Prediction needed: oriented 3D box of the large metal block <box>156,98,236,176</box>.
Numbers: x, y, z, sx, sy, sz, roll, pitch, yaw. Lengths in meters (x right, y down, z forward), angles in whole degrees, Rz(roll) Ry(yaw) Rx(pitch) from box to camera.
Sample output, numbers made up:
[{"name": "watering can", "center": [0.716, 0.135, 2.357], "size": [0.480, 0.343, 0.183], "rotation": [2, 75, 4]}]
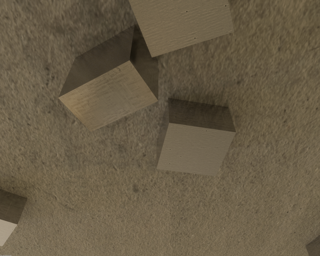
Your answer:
[{"name": "large metal block", "center": [0.042, 0.013, 0.403], "size": [0.081, 0.050, 0.079], "rotation": [8, 130, -8]}]

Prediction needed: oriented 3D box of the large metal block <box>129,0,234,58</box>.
[{"name": "large metal block", "center": [0.017, -0.123, 0.286], "size": [0.080, 0.050, 0.080], "rotation": [-15, 129, 12]}]

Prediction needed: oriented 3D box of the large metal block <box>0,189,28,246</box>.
[{"name": "large metal block", "center": [-0.278, 0.143, 0.508], "size": [0.080, 0.050, 0.080], "rotation": [27, 125, -22]}]

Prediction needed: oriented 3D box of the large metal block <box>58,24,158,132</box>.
[{"name": "large metal block", "center": [-0.049, -0.053, 0.325], "size": [0.080, 0.080, 0.050], "rotation": [-23, 127, 18]}]

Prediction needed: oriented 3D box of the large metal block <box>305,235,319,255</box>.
[{"name": "large metal block", "center": [0.350, 0.240, 0.601], "size": [0.081, 0.050, 0.079], "rotation": [15, 129, -13]}]
